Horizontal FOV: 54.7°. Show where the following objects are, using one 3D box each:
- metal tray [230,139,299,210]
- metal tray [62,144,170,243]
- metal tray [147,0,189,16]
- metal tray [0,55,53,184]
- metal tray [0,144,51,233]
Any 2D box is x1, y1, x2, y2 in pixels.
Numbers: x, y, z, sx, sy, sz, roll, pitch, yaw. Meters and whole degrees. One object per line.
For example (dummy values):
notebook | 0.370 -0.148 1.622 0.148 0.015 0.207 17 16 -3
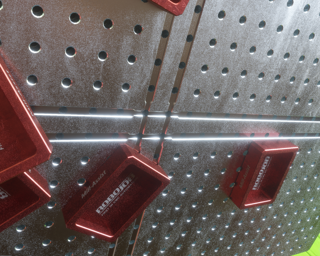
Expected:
metal tray | 0.189 0.085 0.566 0.091 0.030 0.129 -2 119 -28
metal tray | -0.060 0.095 0.435 0.130 0.030 0.090 -47 130 5
metal tray | 0.011 -0.189 0.298 0.091 0.030 0.129 18 109 -36
metal tray | -0.168 -0.011 0.275 0.091 0.030 0.129 -28 103 -11
metal tray | -0.195 0.058 0.337 0.090 0.030 0.130 -33 129 -7
